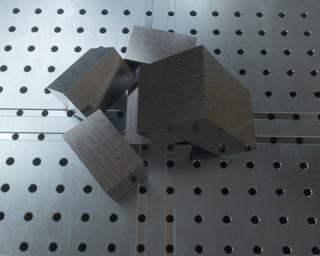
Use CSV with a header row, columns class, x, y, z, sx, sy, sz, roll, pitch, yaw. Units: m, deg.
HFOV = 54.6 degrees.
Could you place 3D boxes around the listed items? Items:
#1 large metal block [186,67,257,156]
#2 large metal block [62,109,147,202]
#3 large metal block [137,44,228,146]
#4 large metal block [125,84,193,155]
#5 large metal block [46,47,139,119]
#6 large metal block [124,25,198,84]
class,x,y,z,sx,sy,sz,roll,pitch,yaw
large metal block,0.075,-0.016,0.380,0.050,0.080,0.080,-15,65,35
large metal block,-0.062,0.036,0.368,0.050,0.080,0.080,-38,75,-13
large metal block,0.023,-0.032,0.337,0.080,0.050,0.080,-13,65,32
large metal block,-0.001,-0.010,0.402,0.080,0.050,0.080,1,70,0
large metal block,-0.088,-0.057,0.396,0.080,0.080,0.050,-47,121,-15
large metal block,0.002,-0.084,0.414,0.080,0.080,0.050,12,71,5
